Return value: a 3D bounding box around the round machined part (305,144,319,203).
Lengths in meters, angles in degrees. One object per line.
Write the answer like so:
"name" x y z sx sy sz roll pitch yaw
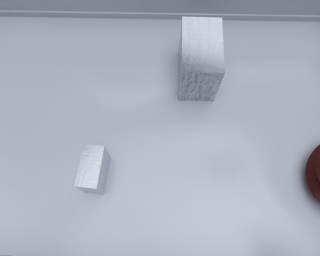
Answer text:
"round machined part" 0.222 0.053 0.360 0.098 0.042 0.098 -14 63 29

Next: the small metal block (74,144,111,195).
"small metal block" -0.080 0.051 0.377 0.025 0.050 0.050 6 70 2

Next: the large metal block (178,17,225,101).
"large metal block" 0.052 -0.089 0.414 0.050 0.080 0.080 1 70 0
